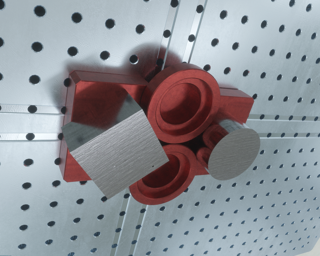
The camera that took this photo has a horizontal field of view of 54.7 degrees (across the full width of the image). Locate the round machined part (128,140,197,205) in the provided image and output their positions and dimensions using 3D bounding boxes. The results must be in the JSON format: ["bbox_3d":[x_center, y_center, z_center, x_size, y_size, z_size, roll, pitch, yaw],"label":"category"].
[{"bbox_3d":[-0.002,0.053,0.420,0.099,0.042,0.097,-14,124,-21],"label":"round machined part"}]

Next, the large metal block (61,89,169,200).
[{"bbox_3d":[-0.048,0.018,0.341,0.080,0.050,0.080,-32,129,-7],"label":"large metal block"}]

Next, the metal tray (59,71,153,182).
[{"bbox_3d":[-0.066,0.001,0.372,0.091,0.030,0.129,0,119,-30],"label":"metal tray"}]

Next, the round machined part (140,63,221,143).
[{"bbox_3d":[0.021,-0.033,0.379,0.099,0.042,0.097,-14,124,-21],"label":"round machined part"}]

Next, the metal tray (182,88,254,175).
[{"bbox_3d":[0.073,0.008,0.450,0.091,0.030,0.129,1,118,-29],"label":"metal tray"}]

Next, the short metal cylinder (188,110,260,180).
[{"bbox_3d":[0.086,0.023,0.416,0.081,0.050,0.079,-14,124,-21],"label":"short metal cylinder"}]
